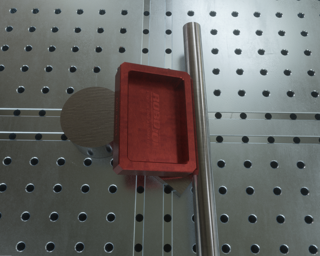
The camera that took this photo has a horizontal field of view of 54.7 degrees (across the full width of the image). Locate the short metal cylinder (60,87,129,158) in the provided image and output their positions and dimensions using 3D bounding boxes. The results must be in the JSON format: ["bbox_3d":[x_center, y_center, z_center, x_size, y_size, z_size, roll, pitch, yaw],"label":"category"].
[{"bbox_3d":[-0.081,-0.006,0.399,0.081,0.050,0.080,0,70,0],"label":"short metal cylinder"}]

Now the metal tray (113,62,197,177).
[{"bbox_3d":[-0.007,-0.010,0.370,0.091,0.030,0.130,6,69,-19],"label":"metal tray"}]

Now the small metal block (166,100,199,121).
[{"bbox_3d":[0.032,-0.031,0.424,0.050,0.025,0.050,-14,71,-6],"label":"small metal block"}]

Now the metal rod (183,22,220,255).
[{"bbox_3d":[0.048,-0.001,0.386,0.025,0.025,0.299,-1,70,-1],"label":"metal rod"}]

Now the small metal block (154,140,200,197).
[{"bbox_3d":[0.022,0.051,0.392,0.050,0.025,0.050,37,74,12],"label":"small metal block"}]
